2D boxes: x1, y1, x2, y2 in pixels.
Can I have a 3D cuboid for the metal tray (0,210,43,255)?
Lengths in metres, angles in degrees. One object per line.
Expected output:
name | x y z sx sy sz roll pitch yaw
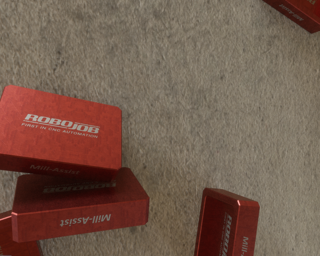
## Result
metal tray | -0.176 0.164 0.341 0.091 0.030 0.129 -16 96 -20

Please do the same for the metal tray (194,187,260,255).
metal tray | 0.082 0.151 0.406 0.030 0.090 0.129 10 87 -20

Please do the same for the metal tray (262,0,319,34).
metal tray | 0.222 -0.221 0.489 0.131 0.030 0.090 24 82 -19

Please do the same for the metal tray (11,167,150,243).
metal tray | -0.087 0.078 0.340 0.131 0.090 0.030 -2 106 -20

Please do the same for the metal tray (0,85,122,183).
metal tray | -0.109 0.007 0.340 0.131 0.030 0.090 11 49 -20
